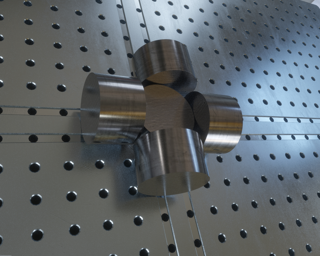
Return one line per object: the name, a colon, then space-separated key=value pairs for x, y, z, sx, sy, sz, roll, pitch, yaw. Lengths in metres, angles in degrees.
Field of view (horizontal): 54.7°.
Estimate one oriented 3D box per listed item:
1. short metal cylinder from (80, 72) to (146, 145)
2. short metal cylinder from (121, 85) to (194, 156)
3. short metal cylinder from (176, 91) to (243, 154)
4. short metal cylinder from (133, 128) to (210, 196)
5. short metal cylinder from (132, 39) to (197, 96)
short metal cylinder: x=-0.056 y=-0.021 z=0.355 sx=0.050 sy=0.080 sz=0.080 roll=2 pitch=61 yaw=-28
short metal cylinder: x=-0.004 y=-0.008 z=0.395 sx=0.081 sy=0.050 sz=0.080 roll=14 pitch=55 yaw=-22
short metal cylinder: x=0.063 y=-0.006 z=0.411 sx=0.050 sy=0.080 sz=0.080 roll=4 pitch=60 yaw=-27
short metal cylinder: x=0.012 y=0.041 z=0.353 sx=0.081 sy=0.080 sz=0.050 roll=6 pitch=59 yaw=-25
short metal cylinder: x=0.005 y=-0.073 z=0.419 sx=0.081 sy=0.080 sz=0.050 roll=3 pitch=60 yaw=-27
